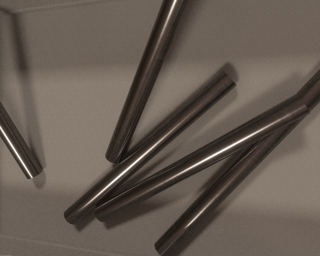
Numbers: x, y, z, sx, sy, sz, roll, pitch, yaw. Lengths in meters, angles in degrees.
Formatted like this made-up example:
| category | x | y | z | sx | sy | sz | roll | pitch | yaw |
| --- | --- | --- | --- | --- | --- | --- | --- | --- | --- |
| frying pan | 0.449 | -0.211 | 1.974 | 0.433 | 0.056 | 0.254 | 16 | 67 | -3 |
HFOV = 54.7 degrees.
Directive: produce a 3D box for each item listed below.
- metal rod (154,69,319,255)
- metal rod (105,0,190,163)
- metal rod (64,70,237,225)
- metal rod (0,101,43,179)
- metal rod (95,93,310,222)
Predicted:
| category | x | y | z | sx | sy | sz | roll | pitch | yaw |
| --- | --- | --- | --- | --- | --- | --- | --- | --- | --- |
| metal rod | 0.097 | 0.049 | 0.376 | 0.025 | 0.025 | 0.299 | 44 | 103 | 14 |
| metal rod | -0.011 | -0.070 | 0.350 | 0.025 | 0.025 | 0.298 | 37 | 126 | 16 |
| metal rod | -0.022 | 0.035 | 0.417 | 0.299 | 0.025 | 0.025 | -42 | 77 | 15 |
| metal rod | -0.252 | -0.058 | 0.434 | 0.025 | 0.025 | 0.299 | -18 | 108 | 19 |
| metal rod | 0.034 | 0.048 | 0.383 | 0.300 | 0.025 | 0.025 | -32 | 80 | 22 |
